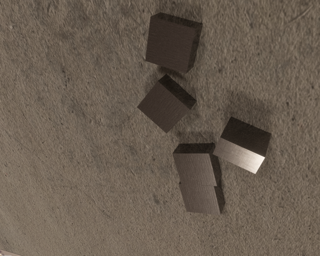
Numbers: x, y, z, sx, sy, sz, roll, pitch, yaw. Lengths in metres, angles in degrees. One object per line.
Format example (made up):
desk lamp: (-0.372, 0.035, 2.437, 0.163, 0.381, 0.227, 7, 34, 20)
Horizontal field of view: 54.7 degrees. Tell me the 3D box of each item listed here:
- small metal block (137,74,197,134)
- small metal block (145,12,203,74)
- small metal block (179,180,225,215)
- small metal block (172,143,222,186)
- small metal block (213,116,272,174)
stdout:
small metal block: (0.008, -0.030, 0.383, 0.050, 0.025, 0.050, 42, 129, -1)
small metal block: (0.015, -0.094, 0.340, 0.050, 0.025, 0.050, 21, 126, 15)
small metal block: (0.059, 0.092, 0.431, 0.050, 0.025, 0.050, -2, 118, 29)
small metal block: (0.050, 0.048, 0.409, 0.050, 0.025, 0.050, -3, 117, 29)
small metal block: (0.094, 0.018, 0.352, 0.050, 0.050, 0.025, 25, 127, 12)
